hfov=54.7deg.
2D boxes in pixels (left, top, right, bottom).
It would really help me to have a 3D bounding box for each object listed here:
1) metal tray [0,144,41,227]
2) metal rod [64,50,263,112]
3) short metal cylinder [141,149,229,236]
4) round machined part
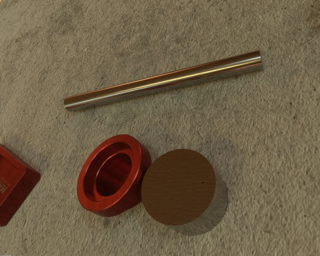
[{"bbox_3d":[-0.255,0.080,0.482,0.130,0.030,0.090,24,74,36],"label":"metal tray"},{"bbox_3d":[-0.010,-0.062,0.445,0.301,0.025,0.025,-10,58,22],"label":"metal rod"},{"bbox_3d":[0.027,0.069,0.330,0.080,0.050,0.080,-13,57,20],"label":"short metal cylinder"},{"bbox_3d":[-0.049,0.060,0.372,0.098,0.042,0.098,-23,46,26],"label":"round machined part"}]
